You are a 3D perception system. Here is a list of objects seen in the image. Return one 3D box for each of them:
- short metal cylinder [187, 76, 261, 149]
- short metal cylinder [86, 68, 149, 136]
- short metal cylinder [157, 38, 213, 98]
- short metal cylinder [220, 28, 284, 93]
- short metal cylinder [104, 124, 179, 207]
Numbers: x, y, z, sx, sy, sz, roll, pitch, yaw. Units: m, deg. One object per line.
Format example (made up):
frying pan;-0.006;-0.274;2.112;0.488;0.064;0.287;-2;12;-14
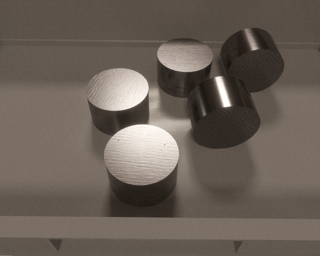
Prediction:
short metal cylinder;0.077;-0.018;0.385;0.081;0.080;0.050;-4;50;-4
short metal cylinder;-0.055;-0.036;0.418;0.081;0.050;0.080;0;50;0
short metal cylinder;0.036;-0.091;0.466;0.081;0.050;0.080;0;50;0
short metal cylinder;0.133;-0.097;0.453;0.081;0.080;0.050;-2;50;-3
short metal cylinder;-0.020;0.042;0.353;0.081;0.050;0.080;0;50;0
